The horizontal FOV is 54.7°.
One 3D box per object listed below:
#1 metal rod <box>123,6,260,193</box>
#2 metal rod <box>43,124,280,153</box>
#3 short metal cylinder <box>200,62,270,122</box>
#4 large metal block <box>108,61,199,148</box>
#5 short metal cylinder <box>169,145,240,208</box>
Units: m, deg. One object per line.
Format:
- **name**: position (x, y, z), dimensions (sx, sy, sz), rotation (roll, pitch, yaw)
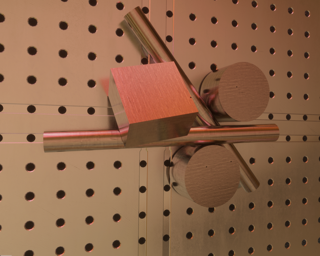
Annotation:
- **metal rod**: position (0.050, -0.030, 0.428), dimensions (0.025, 0.025, 0.299), rotation (-40, 103, -16)
- **metal rod**: position (0.013, 0.011, 0.396), dimensions (0.302, 0.025, 0.025), rotation (-2, 91, -14)
- **short metal cylinder**: position (0.104, -0.048, 0.434), dimensions (0.081, 0.050, 0.079), rotation (0, 90, -20)
- **large metal block**: position (-0.012, -0.030, 0.372), dimensions (0.081, 0.050, 0.080), rotation (-11, 59, -19)
- **short metal cylinder**: position (0.059, 0.061, 0.418), dimensions (0.081, 0.050, 0.079), rotation (0, 90, -20)
